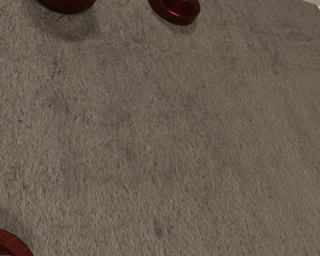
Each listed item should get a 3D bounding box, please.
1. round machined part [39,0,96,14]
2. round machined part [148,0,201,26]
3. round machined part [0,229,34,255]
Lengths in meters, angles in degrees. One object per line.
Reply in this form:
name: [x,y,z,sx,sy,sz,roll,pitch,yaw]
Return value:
round machined part: [-0.139,-0.203,0.443,0.099,0.042,0.098,14,56,-21]
round machined part: [0.031,-0.235,0.555,0.099,0.042,0.098,14,56,-21]
round machined part: [-0.146,0.129,0.236,0.099,0.042,0.098,14,56,-21]
